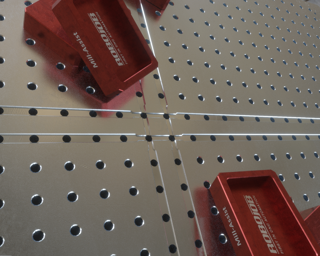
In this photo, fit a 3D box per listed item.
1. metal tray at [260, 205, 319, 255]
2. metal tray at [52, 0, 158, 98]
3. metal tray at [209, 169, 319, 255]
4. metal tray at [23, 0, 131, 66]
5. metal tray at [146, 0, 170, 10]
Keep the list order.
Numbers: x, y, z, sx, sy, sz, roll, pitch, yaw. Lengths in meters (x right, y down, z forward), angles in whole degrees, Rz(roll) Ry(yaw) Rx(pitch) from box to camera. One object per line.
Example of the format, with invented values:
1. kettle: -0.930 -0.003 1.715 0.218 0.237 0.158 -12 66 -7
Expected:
1. metal tray: 0.198 0.171 0.406 0.131 0.030 0.090 -21 73 -36
2. metal tray: -0.066 -0.117 0.406 0.090 0.030 0.130 -44 110 -42
3. metal tray: 0.125 0.113 0.374 0.091 0.030 0.130 0 47 -21
4. metal tray: -0.112 -0.155 0.439 0.090 0.030 0.130 37 51 -3
5. metal tray: -0.008 -0.285 0.573 0.090 0.030 0.130 28 52 -10
